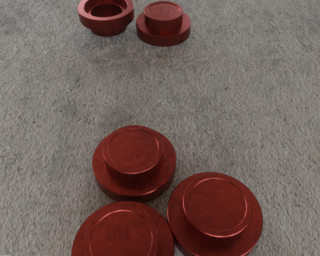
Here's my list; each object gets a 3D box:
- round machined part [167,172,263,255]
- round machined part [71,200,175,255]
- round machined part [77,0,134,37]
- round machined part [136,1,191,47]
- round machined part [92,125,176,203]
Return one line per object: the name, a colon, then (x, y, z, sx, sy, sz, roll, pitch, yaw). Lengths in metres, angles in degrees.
round machined part: (0.056, 0.087, 0.320, 0.099, 0.042, 0.098, 0, 50, 0)
round machined part: (-0.035, 0.114, 0.296, 0.099, 0.042, 0.098, 0, 50, 0)
round machined part: (-0.095, -0.202, 0.561, 0.099, 0.042, 0.098, 0, 50, 0)
round machined part: (0.006, -0.191, 0.553, 0.099, 0.042, 0.098, 0, 50, 0)
round machined part: (-0.030, 0.035, 0.362, 0.099, 0.042, 0.098, 0, 50, 0)
